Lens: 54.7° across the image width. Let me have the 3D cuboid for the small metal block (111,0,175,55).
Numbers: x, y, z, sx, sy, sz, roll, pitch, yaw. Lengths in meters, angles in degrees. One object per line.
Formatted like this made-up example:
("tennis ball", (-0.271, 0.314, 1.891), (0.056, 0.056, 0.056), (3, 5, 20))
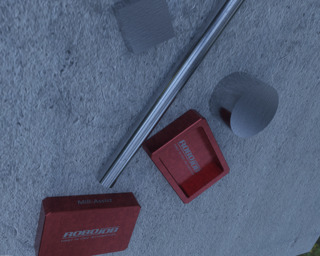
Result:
("small metal block", (-0.017, -0.113, 0.329), (0.050, 0.025, 0.050), (-28, 128, -11))

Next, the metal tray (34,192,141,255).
("metal tray", (-0.100, 0.138, 0.435), (0.131, 0.030, 0.089), (4, 117, -31))

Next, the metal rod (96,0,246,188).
("metal rod", (0.012, -0.048, 0.385), (0.025, 0.025, 0.299), (28, 103, -38))

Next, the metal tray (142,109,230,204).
("metal tray", (0.043, 0.046, 0.457), (0.090, 0.030, 0.130), (-36, 130, -5))

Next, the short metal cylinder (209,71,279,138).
("short metal cylinder", (0.118, -0.033, 0.437), (0.081, 0.050, 0.079), (-14, 125, -21))
